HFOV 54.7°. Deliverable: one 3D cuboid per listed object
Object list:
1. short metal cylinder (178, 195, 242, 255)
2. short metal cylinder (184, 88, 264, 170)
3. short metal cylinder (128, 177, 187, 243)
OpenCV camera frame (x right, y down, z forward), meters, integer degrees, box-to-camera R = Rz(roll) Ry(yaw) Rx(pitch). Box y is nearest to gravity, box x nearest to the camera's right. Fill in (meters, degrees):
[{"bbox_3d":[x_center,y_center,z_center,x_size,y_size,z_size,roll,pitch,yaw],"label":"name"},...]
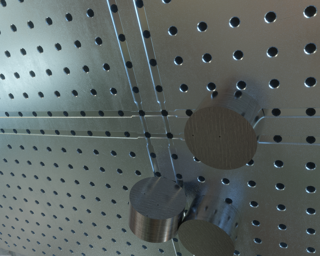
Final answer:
[{"bbox_3d":[0.073,0.144,0.445,0.080,0.050,0.079,13,124,20],"label":"short metal cylinder"},{"bbox_3d":[0.074,0.001,0.356,0.080,0.050,0.079,13,124,20],"label":"short metal cylinder"},{"bbox_3d":[-0.005,0.117,0.449,0.080,0.080,0.050,19,126,17],"label":"short metal cylinder"}]
